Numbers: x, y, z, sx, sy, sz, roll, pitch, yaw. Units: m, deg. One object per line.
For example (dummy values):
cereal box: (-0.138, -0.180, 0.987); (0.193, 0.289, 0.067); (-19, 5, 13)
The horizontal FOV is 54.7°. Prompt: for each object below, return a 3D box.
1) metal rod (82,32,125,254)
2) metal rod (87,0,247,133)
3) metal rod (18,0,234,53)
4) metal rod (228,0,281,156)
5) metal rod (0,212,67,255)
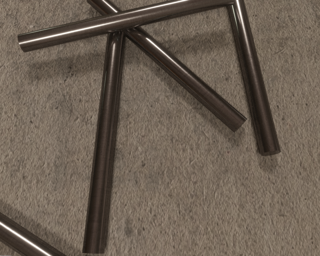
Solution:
metal rod: (-0.070, 0.003, 0.406); (0.025, 0.025, 0.299); (2, 70, 0)
metal rod: (0.001, -0.103, 0.445); (0.025, 0.025, 0.300); (-43, 76, -14)
metal rod: (-0.044, -0.153, 0.435); (0.302, 0.025, 0.025); (-14, 71, -3)
metal rod: (0.127, -0.107, 0.448); (0.025, 0.025, 0.299); (-5, 70, -2)
metal rod: (-0.172, 0.124, 0.360); (0.301, 0.025, 0.025); (28, 72, 9)
